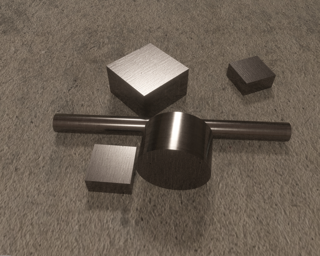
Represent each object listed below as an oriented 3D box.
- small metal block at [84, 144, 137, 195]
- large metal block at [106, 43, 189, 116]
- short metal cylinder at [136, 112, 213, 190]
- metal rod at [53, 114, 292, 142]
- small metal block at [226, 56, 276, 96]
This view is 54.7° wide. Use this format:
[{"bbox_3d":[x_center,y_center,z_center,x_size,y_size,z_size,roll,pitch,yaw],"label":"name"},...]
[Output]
[{"bbox_3d":[-0.055,0.048,0.362,0.050,0.025,0.050,4,50,3],"label":"small metal block"},{"bbox_3d":[-0.017,-0.068,0.444,0.080,0.050,0.080,-35,59,-26],"label":"large metal block"},{"bbox_3d":[0.017,0.027,0.345,0.080,0.080,0.050,7,51,5],"label":"short metal cylinder"},{"bbox_3d":[0.014,-0.001,0.403,0.302,0.025,0.025,2,50,1],"label":"metal rod"},{"bbox_3d":[0.138,-0.081,0.473,0.050,0.025,0.050,-17,52,-14],"label":"small metal block"}]
